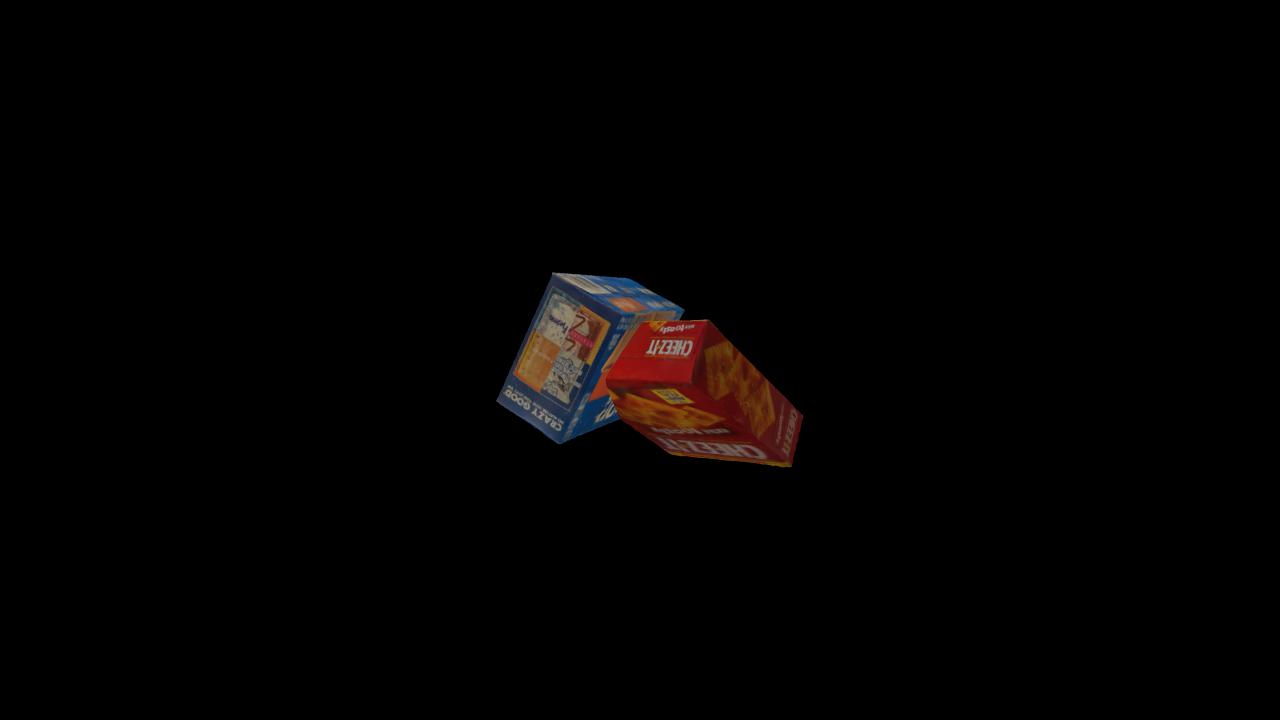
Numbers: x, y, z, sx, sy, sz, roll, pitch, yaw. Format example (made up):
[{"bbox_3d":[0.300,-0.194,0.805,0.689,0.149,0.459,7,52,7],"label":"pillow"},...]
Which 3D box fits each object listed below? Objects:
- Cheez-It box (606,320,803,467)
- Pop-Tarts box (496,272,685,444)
[{"bbox_3d":[0.049,0.040,0.646,0.166,0.071,0.223,1,-26,39],"label":"Cheez-It box"},{"bbox_3d":[-0.043,-0.007,0.631,0.083,0.141,0.167,32,16,18],"label":"Pop-Tarts box"}]
